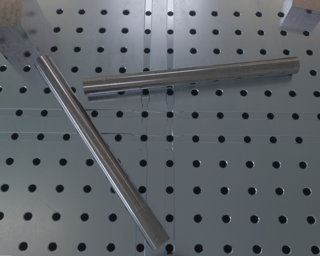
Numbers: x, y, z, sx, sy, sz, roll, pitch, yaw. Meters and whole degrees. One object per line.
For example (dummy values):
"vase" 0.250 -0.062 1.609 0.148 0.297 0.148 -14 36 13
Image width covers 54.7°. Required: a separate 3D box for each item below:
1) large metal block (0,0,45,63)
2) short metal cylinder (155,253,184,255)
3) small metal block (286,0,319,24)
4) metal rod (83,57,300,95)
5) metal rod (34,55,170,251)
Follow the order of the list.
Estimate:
"large metal block" -0.202 -0.150 0.436 0.050 0.080 0.080 -6 70 -2
"short metal cylinder" 0.012 0.178 0.333 0.081 0.050 0.080 0 70 0
"small metal block" 0.230 -0.196 0.485 0.050 0.025 0.050 14 71 5
"metal rod" 0.045 -0.074 0.438 0.302 0.025 0.025 -6 70 -3
"metal rod" -0.083 0.020 0.403 0.025 0.025 0.299 -33 73 -11
